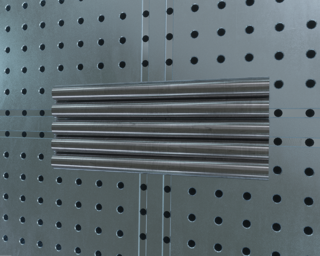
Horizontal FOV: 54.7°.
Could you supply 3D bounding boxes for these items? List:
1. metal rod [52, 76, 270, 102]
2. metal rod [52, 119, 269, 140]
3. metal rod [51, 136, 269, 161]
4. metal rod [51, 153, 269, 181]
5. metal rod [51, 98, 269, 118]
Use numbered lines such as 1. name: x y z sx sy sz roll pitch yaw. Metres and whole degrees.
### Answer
1. metal rod: -0.012 -0.050 0.416 0.301 0.025 0.025 1 90 19
2. metal rod: -0.013 0.001 0.416 0.301 0.025 0.025 1 90 19
3. metal rod: -0.013 0.026 0.416 0.301 0.025 0.025 1 90 19
4. metal rod: -0.013 0.050 0.416 0.301 0.025 0.025 0 90 19
5. metal rod: -0.013 -0.025 0.416 0.301 0.025 0.025 1 90 19
